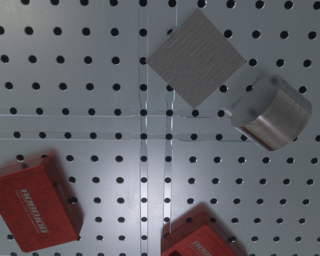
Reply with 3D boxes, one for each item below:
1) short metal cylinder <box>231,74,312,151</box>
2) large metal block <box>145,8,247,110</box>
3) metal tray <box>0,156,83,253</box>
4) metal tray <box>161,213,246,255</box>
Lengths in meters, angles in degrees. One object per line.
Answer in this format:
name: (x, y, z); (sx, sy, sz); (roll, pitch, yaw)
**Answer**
short metal cylinder: (0.134, -0.019, 0.378); (0.050, 0.080, 0.080); (37, 106, -13)
large metal block: (0.040, -0.083, 0.370); (0.080, 0.050, 0.080); (43, 104, -14)
metal tray: (-0.180, 0.113, 0.451); (0.090, 0.030, 0.129); (-16, 110, 5)
metal tray: (0.074, 0.205, 0.486); (0.090, 0.030, 0.130); (-38, 106, 12)
